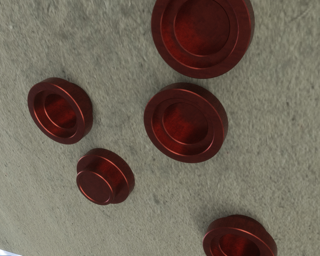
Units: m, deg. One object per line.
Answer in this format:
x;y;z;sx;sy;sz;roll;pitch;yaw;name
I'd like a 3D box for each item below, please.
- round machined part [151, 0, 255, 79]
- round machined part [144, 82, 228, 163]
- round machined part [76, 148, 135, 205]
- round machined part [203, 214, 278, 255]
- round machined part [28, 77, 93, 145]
0.044;-0.102;0.309;0.098;0.042;0.097;13;124;20;round machined part
0.033;-0.010;0.371;0.098;0.042;0.097;13;124;20;round machined part
-0.094;0.084;0.495;0.098;0.042;0.097;13;124;20;round machined part
0.114;0.162;0.435;0.098;0.042;0.097;13;124;20;round machined part
-0.138;-0.028;0.449;0.098;0.042;0.097;13;124;20;round machined part
